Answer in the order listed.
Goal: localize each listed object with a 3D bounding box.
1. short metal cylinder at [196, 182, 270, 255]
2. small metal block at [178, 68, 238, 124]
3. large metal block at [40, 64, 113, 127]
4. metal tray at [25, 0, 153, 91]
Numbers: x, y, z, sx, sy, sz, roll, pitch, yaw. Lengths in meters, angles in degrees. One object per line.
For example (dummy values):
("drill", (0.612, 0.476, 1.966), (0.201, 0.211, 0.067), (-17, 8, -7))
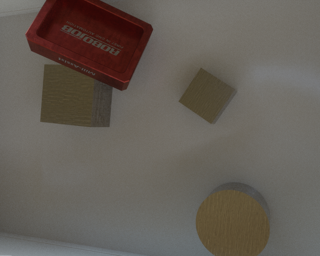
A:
("short metal cylinder", (0.087, 0.108, 0.366), (0.080, 0.050, 0.079), (0, 90, 19))
("small metal block", (0.060, -0.040, 0.389), (0.050, 0.025, 0.050), (36, 101, 16))
("large metal block", (-0.116, -0.044, 0.437), (0.080, 0.050, 0.079), (6, 92, 19))
("metal tray", (-0.085, -0.114, 0.391), (0.131, 0.030, 0.090), (24, 71, -7))
